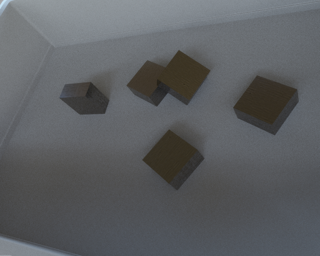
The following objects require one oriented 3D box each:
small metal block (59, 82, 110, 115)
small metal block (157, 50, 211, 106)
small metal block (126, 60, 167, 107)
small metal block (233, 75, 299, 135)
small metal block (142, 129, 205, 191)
[{"bbox_3d":[-0.115,-0.044,0.475,0.050,0.050,0.025,0,62,27],"label":"small metal block"},{"bbox_3d":[0.031,-0.067,0.415,0.050,0.025,0.050,34,79,5],"label":"small metal block"},{"bbox_3d":[-0.012,-0.066,0.451,0.050,0.025,0.050,30,78,37],"label":"small metal block"},{"bbox_3d":[0.122,-0.027,0.358,0.050,0.025,0.050,31,78,37],"label":"small metal block"},{"bbox_3d":[0.016,0.038,0.373,0.050,0.025,0.050,-49,52,-6],"label":"small metal block"}]
